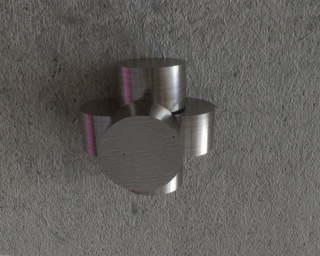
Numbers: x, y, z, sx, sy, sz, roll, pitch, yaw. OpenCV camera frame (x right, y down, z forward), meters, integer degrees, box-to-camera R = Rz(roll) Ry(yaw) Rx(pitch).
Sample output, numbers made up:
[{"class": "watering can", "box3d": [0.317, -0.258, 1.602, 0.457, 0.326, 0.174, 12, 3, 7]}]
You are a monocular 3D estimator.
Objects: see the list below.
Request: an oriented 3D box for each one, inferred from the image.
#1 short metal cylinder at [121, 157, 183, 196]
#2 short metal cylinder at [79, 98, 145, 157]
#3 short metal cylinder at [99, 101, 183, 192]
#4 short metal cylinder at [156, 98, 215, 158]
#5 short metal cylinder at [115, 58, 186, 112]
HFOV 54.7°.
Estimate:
[{"class": "short metal cylinder", "box3d": [-0.010, 0.043, 0.397, 0.081, 0.080, 0.050, 0, 110, -1]}, {"class": "short metal cylinder", "box3d": [-0.055, -0.003, 0.380, 0.081, 0.080, 0.050, -1, 110, 0]}, {"class": "short metal cylinder", "box3d": [-0.018, 0.017, 0.318, 0.081, 0.050, 0.079, 0, 110, -1]}, {"class": "short metal cylinder", "box3d": [0.026, -0.004, 0.381, 0.081, 0.080, 0.050, 0, 110, 0]}, {"class": "short metal cylinder", "box3d": [-0.010, -0.052, 0.362, 0.081, 0.080, 0.050, -2, 110, 0]}]
